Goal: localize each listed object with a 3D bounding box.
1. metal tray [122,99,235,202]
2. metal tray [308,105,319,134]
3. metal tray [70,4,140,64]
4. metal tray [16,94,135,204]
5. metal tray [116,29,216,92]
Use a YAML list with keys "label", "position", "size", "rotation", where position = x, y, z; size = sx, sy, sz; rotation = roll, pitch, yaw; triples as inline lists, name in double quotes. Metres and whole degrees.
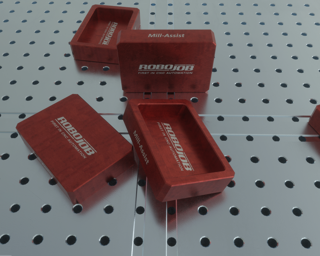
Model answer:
- label: "metal tray"
  position: [0.018, 0.019, 0.369]
  size: [0.091, 0.030, 0.130]
  rotation: [-2, 47, -29]
- label: "metal tray"
  position: [0.281, -0.006, 0.410]
  size: [0.131, 0.030, 0.090]
  rotation: [-17, 52, -14]
- label: "metal tray"
  position: [-0.091, -0.168, 0.545]
  size: [0.090, 0.030, 0.130]
  rotation: [7, 50, 6]
- label: "metal tray"
  position: [-0.106, 0.019, 0.388]
  size: [0.090, 0.030, 0.130]
  rotation: [-35, 58, -26]
- label: "metal tray"
  position: [0.008, -0.094, 0.444]
  size: [0.131, 0.090, 0.030]
  rotation: [0, 50, 0]
